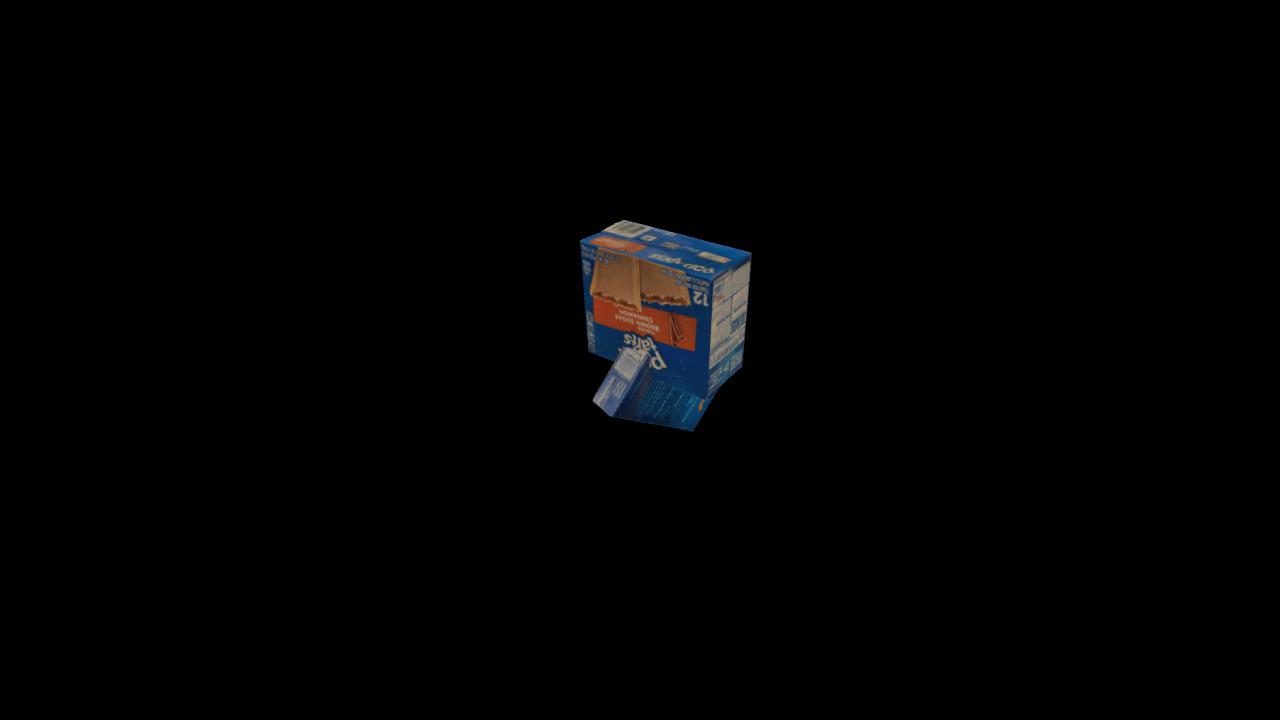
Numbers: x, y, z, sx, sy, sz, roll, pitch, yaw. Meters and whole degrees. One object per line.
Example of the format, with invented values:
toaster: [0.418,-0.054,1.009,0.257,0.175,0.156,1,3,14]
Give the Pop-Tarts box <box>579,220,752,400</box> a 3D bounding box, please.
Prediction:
Pop-Tarts box: [0.025,-0.058,0.665,0.167,0.141,0.083,23,40,32]

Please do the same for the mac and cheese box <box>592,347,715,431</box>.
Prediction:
mac and cheese box: [0.030,0.032,0.740,0.041,0.093,0.184,34,8,34]
